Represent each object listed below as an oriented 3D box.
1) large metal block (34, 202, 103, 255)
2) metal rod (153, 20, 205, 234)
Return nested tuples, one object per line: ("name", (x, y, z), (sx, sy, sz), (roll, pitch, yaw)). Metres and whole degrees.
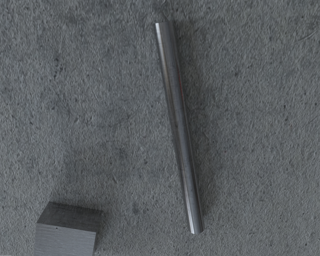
("large metal block", (-0.134, 0.162, 0.455), (0.081, 0.050, 0.079), (11, 110, -4))
("metal rod", (0.029, 0.013, 0.414), (0.025, 0.025, 0.298), (-9, 110, 3))
